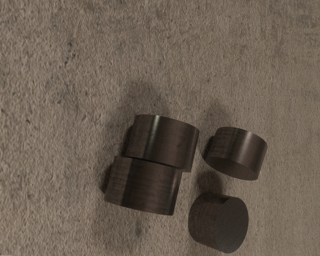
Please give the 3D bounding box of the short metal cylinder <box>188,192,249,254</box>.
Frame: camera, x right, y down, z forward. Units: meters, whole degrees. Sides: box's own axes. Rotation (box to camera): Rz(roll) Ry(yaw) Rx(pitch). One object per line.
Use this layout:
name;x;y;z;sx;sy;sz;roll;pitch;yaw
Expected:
short metal cylinder;0.089;0.140;0.466;0.081;0.050;0.079;0;90;-40

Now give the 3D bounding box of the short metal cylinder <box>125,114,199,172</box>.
short metal cylinder;0.003;0.020;0.374;0.080;0.080;0.050;22;76;-38

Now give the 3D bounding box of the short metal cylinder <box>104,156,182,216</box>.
short metal cylinder;-0.019;0.066;0.355;0.080;0.080;0.050;21;77;-39

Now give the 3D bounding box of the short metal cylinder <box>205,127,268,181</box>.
short metal cylinder;0.115;0.040;0.468;0.080;0.080;0.050;38;67;-34
